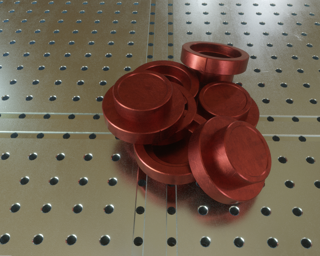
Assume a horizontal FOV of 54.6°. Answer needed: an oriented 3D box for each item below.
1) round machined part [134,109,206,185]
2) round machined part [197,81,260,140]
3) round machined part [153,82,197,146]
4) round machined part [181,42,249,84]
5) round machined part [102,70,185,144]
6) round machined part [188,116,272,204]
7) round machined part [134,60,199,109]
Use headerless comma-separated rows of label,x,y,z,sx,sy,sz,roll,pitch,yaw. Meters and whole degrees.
round machined part,0.019,0.026,0.375,0.099,0.042,0.098,0,50,0
round machined part,0.085,-0.026,0.419,0.099,0.042,0.098,0,50,0
round machined part,-0.002,-0.015,0.409,0.099,0.042,0.098,0,50,0
round machined part,0.079,-0.095,0.463,0.099,0.042,0.098,6,29,-3
round machined part,-0.020,-0.031,0.368,0.099,0.042,0.098,0,50,0
round machined part,0.083,0.031,0.339,0.099,0.042,0.098,15,61,-28
round machined part,0.004,-0.049,0.438,0.099,0.042,0.098,0,50,0
